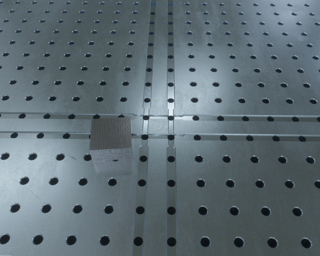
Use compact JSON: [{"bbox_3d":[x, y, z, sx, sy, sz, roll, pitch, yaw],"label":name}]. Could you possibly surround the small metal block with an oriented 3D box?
[{"bbox_3d":[-0.061,0.014,0.396,0.050,0.025,0.050,-3,50,-3],"label":"small metal block"}]
